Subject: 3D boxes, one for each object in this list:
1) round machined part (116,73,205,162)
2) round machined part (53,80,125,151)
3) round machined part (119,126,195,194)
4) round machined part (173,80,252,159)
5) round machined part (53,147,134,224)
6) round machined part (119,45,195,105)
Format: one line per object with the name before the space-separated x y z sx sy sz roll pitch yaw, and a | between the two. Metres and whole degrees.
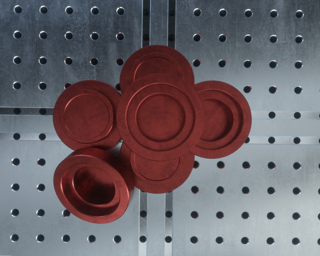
round machined part | 0.001 -0.012 0.362 0.099 0.042 0.097 0 90 0
round machined part | -0.091 -0.014 0.404 0.099 0.042 0.097 0 90 0
round machined part | -0.004 0.038 0.404 0.099 0.042 0.097 0 90 0
round machined part | 0.065 -0.011 0.405 0.099 0.042 0.097 0 90 0
round machined part | -0.079 0.068 0.391 0.098 0.042 0.097 5 113 13
round machined part | -0.004 -0.060 0.405 0.099 0.042 0.097 0 90 0
